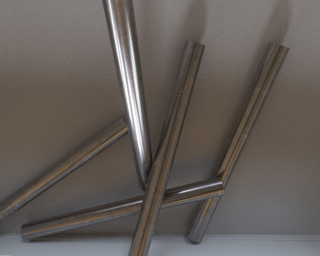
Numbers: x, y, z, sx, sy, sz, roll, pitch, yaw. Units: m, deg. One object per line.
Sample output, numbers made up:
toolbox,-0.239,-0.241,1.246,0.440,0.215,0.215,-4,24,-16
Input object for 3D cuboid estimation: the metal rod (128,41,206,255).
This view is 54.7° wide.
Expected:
metal rod,0.005,0.041,0.395,0.025,0.025,0.298,14,98,-6

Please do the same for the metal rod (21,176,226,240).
metal rod,-0.059,0.116,0.440,0.301,0.025,0.025,-15,110,10

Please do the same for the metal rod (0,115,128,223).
metal rod,-0.164,0.076,0.437,0.300,0.025,0.025,-34,107,11

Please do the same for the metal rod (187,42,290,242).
metal rod,0.099,0.032,0.424,0.025,0.025,0.298,17,109,-7

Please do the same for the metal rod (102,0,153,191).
metal rod,-0.028,-0.025,0.338,0.025,0.025,0.298,-4,135,1
